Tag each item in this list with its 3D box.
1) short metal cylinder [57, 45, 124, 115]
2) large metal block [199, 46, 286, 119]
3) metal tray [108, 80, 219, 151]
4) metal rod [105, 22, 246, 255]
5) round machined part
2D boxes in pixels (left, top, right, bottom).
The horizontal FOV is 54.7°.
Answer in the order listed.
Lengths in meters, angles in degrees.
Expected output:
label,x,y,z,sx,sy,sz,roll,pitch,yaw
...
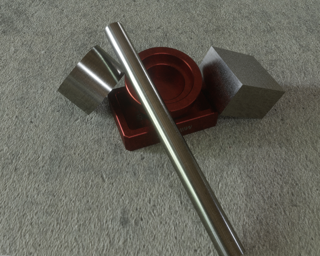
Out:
label,x,y,z,sx,sy,sz,roll,pitch,yaw
short metal cylinder,-0.090,-0.064,0.413,0.050,0.080,0.080,40,53,-14
large metal block,0.105,-0.060,0.418,0.081,0.050,0.080,3,45,-33
metal tray,0.003,-0.027,0.424,0.131,0.030,0.090,-16,52,-14
metal rod,0.006,0.000,0.348,0.025,0.025,0.299,-22,70,-17
round machined part,0.003,-0.055,0.409,0.099,0.042,0.098,2,65,-4
